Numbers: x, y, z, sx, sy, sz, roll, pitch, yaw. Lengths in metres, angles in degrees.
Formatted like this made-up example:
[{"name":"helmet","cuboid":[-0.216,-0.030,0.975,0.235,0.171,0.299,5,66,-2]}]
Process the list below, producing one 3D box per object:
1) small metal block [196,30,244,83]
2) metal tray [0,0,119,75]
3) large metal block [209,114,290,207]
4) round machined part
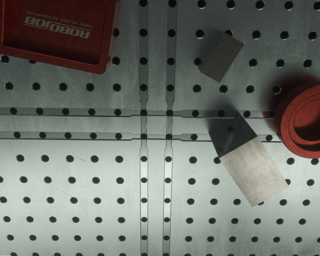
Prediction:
[{"name":"small metal block","cuboid":[0.070,-0.086,0.369,0.025,0.050,0.050,27,108,-10]},{"name":"metal tray","cuboid":[-0.120,-0.121,0.364,0.131,0.030,0.089,11,110,-5]},{"name":"large metal block","cuboid":[0.111,0.039,0.399,0.050,0.080,0.080,-32,107,11]},{"name":"round machined part","cuboid":[0.197,-0.013,0.401,0.099,0.042,0.097,0,110,0]}]
